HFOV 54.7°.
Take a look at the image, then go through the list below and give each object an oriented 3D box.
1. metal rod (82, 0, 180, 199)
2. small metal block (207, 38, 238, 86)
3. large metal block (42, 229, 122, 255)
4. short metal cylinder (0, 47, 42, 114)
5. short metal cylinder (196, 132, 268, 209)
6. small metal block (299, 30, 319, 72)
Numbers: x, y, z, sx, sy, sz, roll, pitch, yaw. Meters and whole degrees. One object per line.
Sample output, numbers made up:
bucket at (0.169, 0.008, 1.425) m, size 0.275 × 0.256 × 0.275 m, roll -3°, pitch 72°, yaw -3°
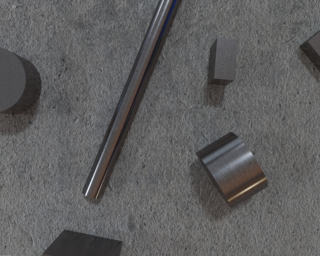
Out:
metal rod at (-0.035, -0.050, 0.409) m, size 0.025 × 0.025 × 0.299 m, roll 22°, pitch 90°, yaw -1°
small metal block at (0.080, -0.084, 0.399) m, size 0.025 × 0.050 × 0.050 m, roll 5°, pitch 90°, yaw 0°
large metal block at (-0.096, 0.171, 0.381) m, size 0.080 × 0.080 × 0.050 m, roll 12°, pitch 90°, yaw -1°
short metal cylinder at (-0.201, -0.058, 0.395) m, size 0.081 × 0.050 × 0.079 m, roll 0°, pitch 90°, yaw -1°
short metal cylinder at (0.087, 0.052, 0.384) m, size 0.050 × 0.080 × 0.080 m, roll -32°, pitch 90°, yaw 0°
small metal block at (0.226, -0.108, 0.413) m, size 0.050 × 0.025 × 0.050 m, roll -39°, pitch 91°, yaw 0°
